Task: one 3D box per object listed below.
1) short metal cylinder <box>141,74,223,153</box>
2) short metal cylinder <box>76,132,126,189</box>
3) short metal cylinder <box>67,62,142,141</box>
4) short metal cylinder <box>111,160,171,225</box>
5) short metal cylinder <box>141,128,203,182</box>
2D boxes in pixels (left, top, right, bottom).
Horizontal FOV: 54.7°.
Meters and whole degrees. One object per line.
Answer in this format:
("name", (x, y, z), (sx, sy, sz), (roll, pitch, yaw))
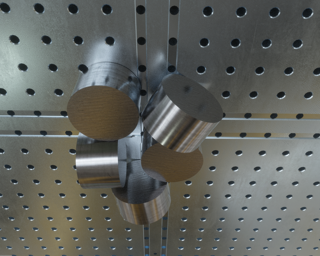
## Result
("short metal cylinder", (0.025, -0.018, 0.361), (0.080, 0.080, 0.050), (22, 126, -18))
("short metal cylinder", (-0.075, 0.039, 0.409), (0.050, 0.080, 0.079), (-2, 130, 1))
("short metal cylinder", (-0.064, -0.031, 0.368), (0.080, 0.050, 0.079), (0, 131, 1))
("short metal cylinder", (-0.026, 0.093, 0.453), (0.080, 0.080, 0.050), (-5, 130, 4))
("short metal cylinder", (0.016, 0.029, 0.420), (0.081, 0.050, 0.079), (-1, 131, 0))
